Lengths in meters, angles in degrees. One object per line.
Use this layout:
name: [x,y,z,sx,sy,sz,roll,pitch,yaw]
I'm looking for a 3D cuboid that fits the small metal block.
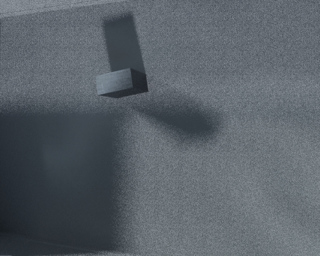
small metal block: [-0.050,-0.059,0.415,0.050,0.050,0.025,-9,87,20]
